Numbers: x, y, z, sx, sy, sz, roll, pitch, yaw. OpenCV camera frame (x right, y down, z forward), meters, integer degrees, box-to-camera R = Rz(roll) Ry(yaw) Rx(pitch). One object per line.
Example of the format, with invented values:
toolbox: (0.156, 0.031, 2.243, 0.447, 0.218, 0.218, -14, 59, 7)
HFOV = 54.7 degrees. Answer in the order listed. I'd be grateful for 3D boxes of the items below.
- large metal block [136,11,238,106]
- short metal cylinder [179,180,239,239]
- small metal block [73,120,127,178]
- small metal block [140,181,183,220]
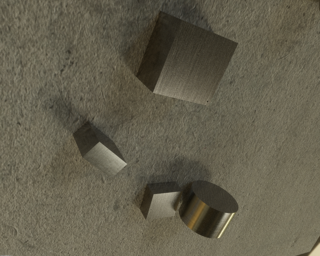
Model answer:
large metal block: (0.030, -0.079, 0.360, 0.081, 0.050, 0.079, 10, 114, -33)
short metal cylinder: (0.077, 0.128, 0.495, 0.081, 0.080, 0.050, 11, 113, -33)
small metal block: (-0.072, 0.025, 0.368, 0.025, 0.050, 0.050, -43, 130, 1)
small metal block: (0.002, 0.112, 0.479, 0.050, 0.025, 0.050, 1, 118, -29)
